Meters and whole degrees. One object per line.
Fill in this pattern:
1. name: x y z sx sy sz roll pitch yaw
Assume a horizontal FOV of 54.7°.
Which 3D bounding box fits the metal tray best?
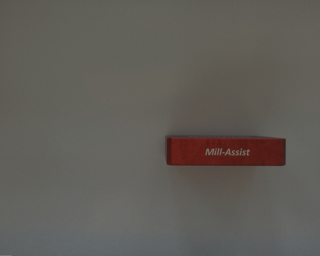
1. metal tray: 0.073 0.026 0.379 0.131 0.090 0.030 0 90 -1
